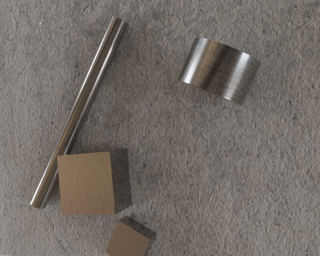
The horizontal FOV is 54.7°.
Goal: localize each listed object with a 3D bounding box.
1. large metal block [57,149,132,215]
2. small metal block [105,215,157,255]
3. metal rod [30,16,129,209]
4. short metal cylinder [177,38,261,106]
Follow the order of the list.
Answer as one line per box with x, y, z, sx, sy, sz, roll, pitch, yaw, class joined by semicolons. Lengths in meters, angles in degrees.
-0.089;0.073;0.426;0.080;0.050;0.080;-6;88;19;large metal block
-0.039;0.157;0.422;0.050;0.025;0.050;26;98;17;small metal block
-0.120;-0.016;0.449;0.025;0.025;0.298;29;99;17;metal rod
0.067;-0.064;0.356;0.080;0.080;0.050;25;98;18;short metal cylinder
